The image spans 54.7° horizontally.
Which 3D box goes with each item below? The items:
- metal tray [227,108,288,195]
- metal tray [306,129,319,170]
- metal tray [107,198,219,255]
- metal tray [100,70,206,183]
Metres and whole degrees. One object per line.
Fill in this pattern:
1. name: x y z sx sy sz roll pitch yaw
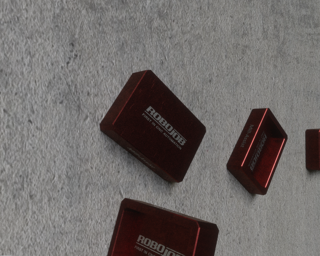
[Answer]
1. metal tray: 0.175 0.040 0.547 0.090 0.030 0.130 45 63 -31
2. metal tray: 0.386 0.046 0.724 0.131 0.030 0.089 -2 92 -40
3. metal tray: -0.004 0.133 0.333 0.030 0.130 0.090 23 76 -38
4. metal tray: -0.002 0.001 0.399 0.130 0.030 0.090 43 64 -32
